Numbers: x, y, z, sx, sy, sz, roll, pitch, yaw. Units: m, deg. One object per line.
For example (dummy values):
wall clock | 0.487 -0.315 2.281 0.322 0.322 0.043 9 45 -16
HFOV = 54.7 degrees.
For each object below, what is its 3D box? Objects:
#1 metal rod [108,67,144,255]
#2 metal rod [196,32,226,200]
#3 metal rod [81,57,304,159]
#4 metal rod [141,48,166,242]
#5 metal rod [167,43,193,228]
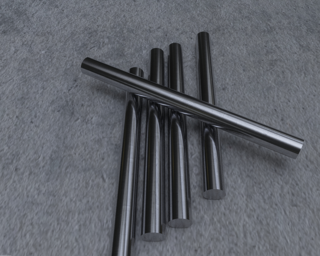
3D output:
metal rod | -0.037 0.032 0.375 0.025 0.025 0.300 0 50 0
metal rod | 0.067 -0.041 0.438 0.025 0.025 0.300 2 50 1
metal rod | 0.026 -0.032 0.396 0.301 0.025 0.025 23 54 18
metal rod | -0.006 -0.005 0.407 0.025 0.025 0.300 0 50 0
metal rod | 0.023 -0.016 0.416 0.025 0.025 0.300 1 50 0
